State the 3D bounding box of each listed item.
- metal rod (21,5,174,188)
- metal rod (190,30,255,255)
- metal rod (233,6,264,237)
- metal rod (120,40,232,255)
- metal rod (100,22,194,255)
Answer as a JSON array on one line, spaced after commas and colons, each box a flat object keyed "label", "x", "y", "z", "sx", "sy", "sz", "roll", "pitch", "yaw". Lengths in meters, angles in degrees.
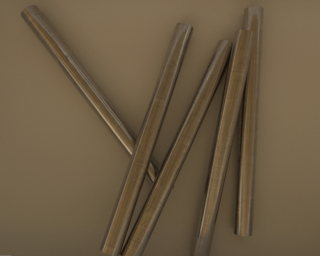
[{"label": "metal rod", "x": -0.082, "y": -0.034, "z": 0.410, "sx": 0.025, "sy": 0.025, "sz": 0.299, "roll": -37, "pitch": 91, "yaw": 0}, {"label": "metal rod", "x": 0.080, "y": 0.025, "z": 0.402, "sx": 0.025, "sy": 0.025, "sz": 0.298, "roll": 11, "pitch": 94, "yaw": -1}, {"label": "metal rod", "x": 0.118, "y": -0.009, "z": 0.412, "sx": 0.025, "sy": 0.025, "sz": 0.298, "roll": 3, "pitch": 90, "yaw": -1}, {"label": "metal rod", "x": 0.026, "y": 0.023, "z": 0.393, "sx": 0.025, "sy": 0.025, "sz": 0.299, "roll": 25, "pitch": 82, "yaw": -1}, {"label": "metal rod", "x": -0.013, "y": 0.007, "z": 0.390, "sx": 0.025, "sy": 0.025, "sz": 0.299, "roll": 18, "pitch": 81, "yaw": -1}]
